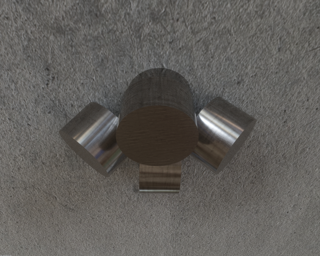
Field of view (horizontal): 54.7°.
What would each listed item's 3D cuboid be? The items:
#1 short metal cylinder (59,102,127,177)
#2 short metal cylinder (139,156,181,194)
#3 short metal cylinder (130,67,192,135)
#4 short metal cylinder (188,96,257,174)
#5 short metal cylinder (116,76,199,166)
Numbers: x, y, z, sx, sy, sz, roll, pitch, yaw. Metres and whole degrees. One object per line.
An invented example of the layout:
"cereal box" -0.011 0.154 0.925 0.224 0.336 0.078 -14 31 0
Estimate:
"short metal cylinder" -0.075 0.015 0.377 0.080 0.050 0.080 35 158 17
"short metal cylinder" -0.001 0.047 0.411 0.050 0.080 0.079 1 130 -2
"short metal cylinder" 0.000 -0.025 0.371 0.081 0.050 0.079 0 130 0
"short metal cylinder" 0.071 0.009 0.374 0.050 0.081 0.079 37 131 20
"short metal cylinder" -0.003 -0.006 0.321 0.081 0.050 0.079 0 130 0
